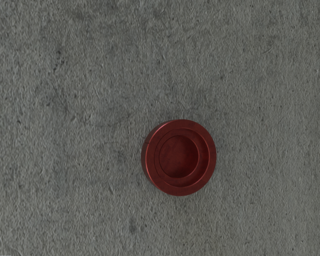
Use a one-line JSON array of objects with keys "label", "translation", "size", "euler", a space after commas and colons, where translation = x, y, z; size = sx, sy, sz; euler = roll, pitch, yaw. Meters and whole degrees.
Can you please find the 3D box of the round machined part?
[{"label": "round machined part", "translation": [0.021, 0.037, 0.410], "size": [0.099, 0.042, 0.097], "euler": [0, 90, -21]}]
